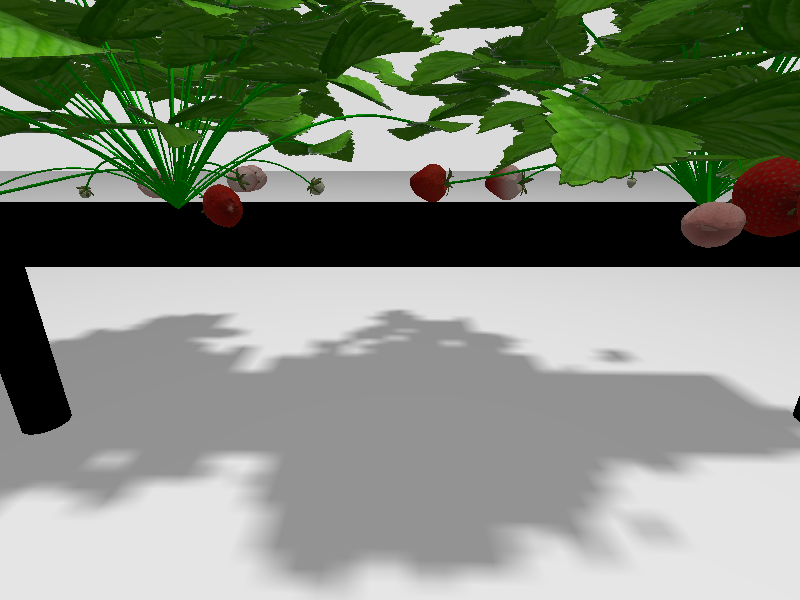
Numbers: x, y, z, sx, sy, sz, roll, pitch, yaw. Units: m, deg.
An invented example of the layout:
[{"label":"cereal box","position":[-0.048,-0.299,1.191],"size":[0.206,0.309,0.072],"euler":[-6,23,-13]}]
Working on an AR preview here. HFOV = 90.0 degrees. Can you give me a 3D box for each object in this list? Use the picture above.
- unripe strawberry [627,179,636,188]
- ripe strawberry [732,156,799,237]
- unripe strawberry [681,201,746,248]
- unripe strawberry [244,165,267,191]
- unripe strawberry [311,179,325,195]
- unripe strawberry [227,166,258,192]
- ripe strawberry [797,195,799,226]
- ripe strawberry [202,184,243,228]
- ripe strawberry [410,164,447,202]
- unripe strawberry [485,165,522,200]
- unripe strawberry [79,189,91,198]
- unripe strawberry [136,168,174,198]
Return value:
[{"label":"unripe strawberry","position":[0.291,-0.147,0.505],"size":[0.010,0.011,0.011],"euler":[3,20,10]},{"label":"ripe strawberry","position":[0.207,-0.055,0.216],"size":[0.042,0.044,0.046],"euler":[8,21,21]},{"label":"unripe strawberry","position":[0.142,-0.034,0.182],"size":[0.024,0.021,0.022],"euler":[13,24,33]},{"label":"unripe strawberry","position":[-0.195,-0.163,0.535],"size":[0.036,0.033,0.033],"euler":[0,19,-1]},{"label":"unripe strawberry","position":[-0.095,-0.131,0.464],"size":[0.016,0.018,0.018],"euler":[13,10,34]},{"label":"unripe strawberry","position":[-0.195,-0.150,0.498],"size":[0.036,0.031,0.036],"euler":[0,19,-1]},{"label":"ripe strawberry","position":[0.201,-0.039,0.172],"size":[0.043,0.037,0.043],"euler":[6,21,17]},{"label":"ripe strawberry","position":[-0.105,-0.056,0.239],"size":[0.022,0.025,0.024],"euler":[-15,25,-36]},{"label":"ripe strawberry","position":[0.028,-0.119,0.409],"size":[0.038,0.037,0.035],"euler":[6,20,17]},{"label":"unripe strawberry","position":[0.108,-0.123,0.420],"size":[0.038,0.037,0.035],"euler":[10,22,28]},{"label":"unripe strawberry","position":[-0.335,-0.114,0.426],"size":[0.012,0.013,0.011],"euler":[-32,-3,37]},{"label":"unripe strawberry","position":[-0.261,-0.125,0.426],"size":[0.035,0.031,0.032],"euler":[-14,23,-35]}]
